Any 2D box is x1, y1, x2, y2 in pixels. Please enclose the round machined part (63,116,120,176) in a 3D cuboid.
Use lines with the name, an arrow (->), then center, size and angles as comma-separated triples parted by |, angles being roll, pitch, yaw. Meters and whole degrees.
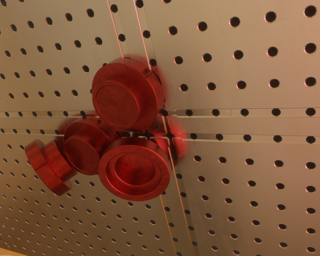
round machined part -> -0.108, 0.034, 0.476 | 0.098, 0.042, 0.097 | 13, 124, 20

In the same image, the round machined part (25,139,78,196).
round machined part -> -0.170, 0.058, 0.501 | 0.098, 0.042, 0.098 | 53, 170, 14

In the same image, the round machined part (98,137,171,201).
round machined part -> -0.034, 0.053, 0.437 | 0.099, 0.042, 0.097 | 2, 121, 4

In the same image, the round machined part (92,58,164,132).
round machined part -> -0.047, -0.037, 0.401 | 0.098, 0.042, 0.097 | 13, 124, 20
